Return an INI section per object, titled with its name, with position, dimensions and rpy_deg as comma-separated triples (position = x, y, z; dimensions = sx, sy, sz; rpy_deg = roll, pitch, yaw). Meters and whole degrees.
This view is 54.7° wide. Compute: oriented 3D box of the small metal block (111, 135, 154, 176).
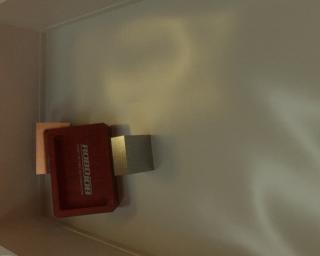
[small metal block]
position = -0.036, 0.036, 0.418
dimensions = 0.025, 0.050, 0.050
rpy_deg = -11, 83, 39

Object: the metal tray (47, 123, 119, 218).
[metal tray]
position = -0.114, 0.062, 0.464
dimensions = 0.091, 0.030, 0.129
rpy_deg = -7, 84, 3

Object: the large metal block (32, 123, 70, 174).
[large metal block]
position = -0.185, 0.031, 0.522
dimensions = 0.080, 0.050, 0.079
rpy_deg = 0, 90, 63
